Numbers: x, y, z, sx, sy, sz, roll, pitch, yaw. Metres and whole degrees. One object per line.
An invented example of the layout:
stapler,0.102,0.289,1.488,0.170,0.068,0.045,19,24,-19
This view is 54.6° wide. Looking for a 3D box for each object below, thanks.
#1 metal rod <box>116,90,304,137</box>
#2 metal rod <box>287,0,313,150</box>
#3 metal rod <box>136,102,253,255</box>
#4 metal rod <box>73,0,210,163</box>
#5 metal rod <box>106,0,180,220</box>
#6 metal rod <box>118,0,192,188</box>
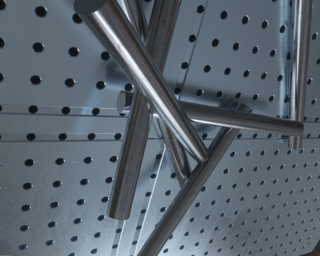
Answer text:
metal rod,0.087,-0.014,0.413,0.302,0.025,0.025,7,115,-30
metal rod,0.211,-0.084,0.472,0.025,0.025,0.299,-25,128,-13
metal rod,0.043,0.093,0.454,0.025,0.025,0.300,36,87,-39
metal rod,0.009,-0.020,0.316,0.025,0.025,0.300,-41,149,0
metal rod,-0.011,-0.051,0.319,0.025,0.025,0.298,10,97,-32
metal rod,0.004,-0.024,0.397,0.025,0.025,0.299,-28,128,-11
